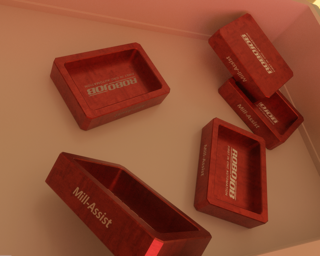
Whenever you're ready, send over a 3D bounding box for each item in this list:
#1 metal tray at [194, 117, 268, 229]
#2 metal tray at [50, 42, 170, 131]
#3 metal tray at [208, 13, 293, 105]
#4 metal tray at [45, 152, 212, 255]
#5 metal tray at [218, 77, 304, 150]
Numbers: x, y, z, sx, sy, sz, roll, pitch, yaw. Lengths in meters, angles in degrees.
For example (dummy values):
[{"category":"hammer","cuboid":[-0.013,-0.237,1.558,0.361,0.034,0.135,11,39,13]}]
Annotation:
[{"category":"metal tray","cuboid":[0.098,0.058,0.419,0.090,0.030,0.130,22,53,-15]},{"category":"metal tray","cuboid":[-0.061,-0.059,0.405,0.131,0.030,0.090,-23,74,-36]},{"category":"metal tray","cuboid":[0.149,-0.114,0.504,0.091,0.030,0.130,-37,91,-32]},{"category":"metal tray","cuboid":[-0.029,0.071,0.275,0.130,0.030,0.090,31,4,35]},{"category":"metal tray","cuboid":[0.169,-0.038,0.516,0.091,0.030,0.130,-33,80,-38]}]
